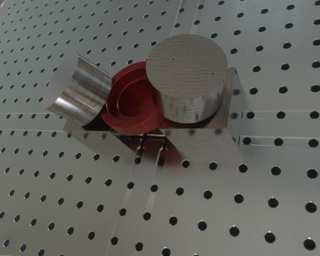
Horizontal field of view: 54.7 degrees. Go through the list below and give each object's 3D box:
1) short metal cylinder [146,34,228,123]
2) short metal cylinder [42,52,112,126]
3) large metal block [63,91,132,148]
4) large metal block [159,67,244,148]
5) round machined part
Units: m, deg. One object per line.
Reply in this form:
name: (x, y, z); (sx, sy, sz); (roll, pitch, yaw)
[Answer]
short metal cylinder: (0.028, -0.052, 0.328); (0.080, 0.050, 0.080); (-2, 63, 4)
short metal cylinder: (-0.106, -0.049, 0.397); (0.080, 0.050, 0.080); (-31, 43, 34)
large metal block: (-0.079, -0.020, 0.446); (0.080, 0.050, 0.080); (1, 62, 28)
large metal block: (0.053, -0.023, 0.378); (0.080, 0.050, 0.080); (-1, 61, 28)
round machined part: (-0.024, -0.033, 0.393); (0.098, 0.042, 0.098); (-13, 56, 21)
